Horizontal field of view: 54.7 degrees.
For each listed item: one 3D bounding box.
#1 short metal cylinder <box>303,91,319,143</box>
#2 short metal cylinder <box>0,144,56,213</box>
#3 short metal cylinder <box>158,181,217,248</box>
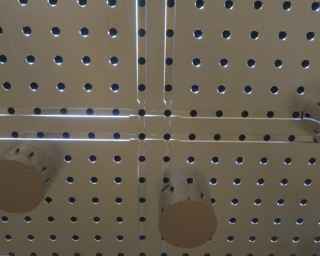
[{"bbox_3d":[0.236,-0.010,0.400,0.081,0.050,0.079,0,110,-1],"label":"short metal cylinder"},{"bbox_3d":[-0.190,0.068,0.422,0.081,0.050,0.079,0,110,-1],"label":"short metal cylinder"},{"bbox_3d":[0.038,0.124,0.446,0.081,0.050,0.079,0,110,-1],"label":"short metal cylinder"}]
